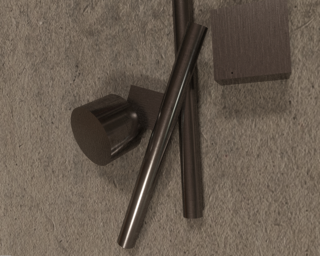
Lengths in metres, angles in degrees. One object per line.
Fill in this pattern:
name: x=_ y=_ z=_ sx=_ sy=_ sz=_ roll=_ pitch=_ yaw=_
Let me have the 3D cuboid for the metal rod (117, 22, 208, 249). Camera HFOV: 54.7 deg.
metal rod: x=-0.002 y=0.020 z=0.390 sx=0.025 sy=0.025 sz=0.298 roll=22 pitch=104 yaw=18

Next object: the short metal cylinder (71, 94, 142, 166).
short metal cylinder: x=-0.070 y=0.002 z=0.400 sx=0.080 sy=0.050 sz=0.079 roll=25 pitch=129 yaw=35

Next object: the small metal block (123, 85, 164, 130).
small metal block: x=-0.018 y=-0.026 z=0.414 sx=0.050 sy=0.025 sz=0.050 roll=17 pitch=96 yaw=18

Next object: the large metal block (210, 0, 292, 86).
large metal block: x=0.105 y=-0.096 z=0.358 sx=0.080 sy=0.050 sz=0.079 roll=-3 pitch=89 yaw=19

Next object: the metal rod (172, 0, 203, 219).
metal rod: x=0.034 y=-0.037 z=0.396 sx=0.025 sy=0.025 sz=0.298 roll=-3 pitch=89 yaw=19
